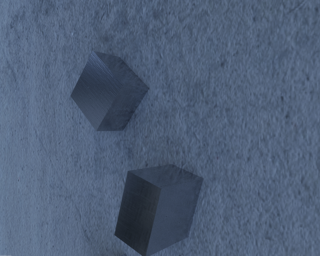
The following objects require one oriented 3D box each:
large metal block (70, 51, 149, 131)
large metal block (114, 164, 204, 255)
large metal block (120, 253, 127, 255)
[{"bbox_3d":[-0.075,-0.052,0.448,0.080,0.050,0.080,49,118,28],"label":"large metal block"},{"bbox_3d":[0.000,0.093,0.367,0.050,0.081,0.079,21,103,38],"label":"large metal block"},{"bbox_3d":[-0.090,0.230,0.441,0.080,0.081,0.050,-42,65,31],"label":"large metal block"}]
